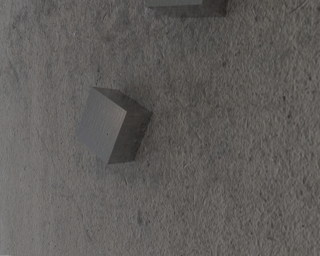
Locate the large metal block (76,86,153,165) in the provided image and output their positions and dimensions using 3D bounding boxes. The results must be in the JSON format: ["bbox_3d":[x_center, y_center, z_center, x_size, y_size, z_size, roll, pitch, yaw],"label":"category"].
[{"bbox_3d":[-0.067,-0.005,0.445,0.080,0.050,0.079,35,111,34],"label":"large metal block"}]

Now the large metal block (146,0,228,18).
[{"bbox_3d":[0.036,-0.175,0.359,0.080,0.050,0.079,16,100,39],"label":"large metal block"}]
